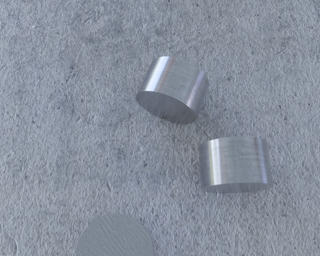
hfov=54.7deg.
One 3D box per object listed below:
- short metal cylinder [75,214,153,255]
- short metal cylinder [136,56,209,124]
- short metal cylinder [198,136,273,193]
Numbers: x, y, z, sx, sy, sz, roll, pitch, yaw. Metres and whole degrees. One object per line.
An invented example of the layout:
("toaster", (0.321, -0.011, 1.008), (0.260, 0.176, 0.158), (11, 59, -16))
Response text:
("short metal cylinder", (-0.047, 0.138, 0.344), (0.081, 0.050, 0.080), (0, 70, 0))
("short metal cylinder", (0.016, -0.046, 0.396), (0.080, 0.080, 0.050), (20, 72, 7))
("short metal cylinder", (0.087, 0.046, 0.363), (0.081, 0.080, 0.050), (-1, 70, 0))
